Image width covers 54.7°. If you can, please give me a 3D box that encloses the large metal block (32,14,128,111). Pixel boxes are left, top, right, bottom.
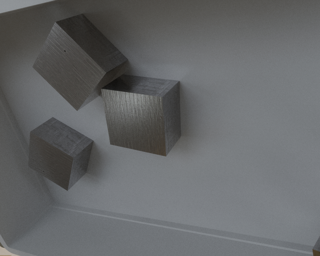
[{"bbox_3d":[-0.102,-0.083,0.395,0.080,0.050,0.080,45,129,-4],"label":"large metal block"}]

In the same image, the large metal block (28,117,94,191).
[{"bbox_3d":[-0.163,0.042,0.505,0.080,0.050,0.079,29,128,9],"label":"large metal block"}]

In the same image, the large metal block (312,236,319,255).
[{"bbox_3d":[0.214,0.145,0.341,0.050,0.081,0.080,6,121,46],"label":"large metal block"}]

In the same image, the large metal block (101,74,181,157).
[{"bbox_3d":[-0.021,-0.018,0.393,0.080,0.050,0.079,10,123,23],"label":"large metal block"}]
